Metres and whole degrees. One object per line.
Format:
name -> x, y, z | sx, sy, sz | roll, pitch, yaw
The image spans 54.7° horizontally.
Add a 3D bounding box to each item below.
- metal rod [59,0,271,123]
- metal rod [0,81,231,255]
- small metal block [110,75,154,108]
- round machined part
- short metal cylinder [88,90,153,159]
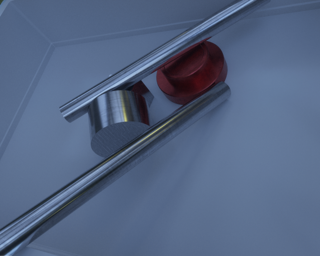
metal rod -> 0.005, -0.095, 0.400 | 0.301, 0.025, 0.025 | -31, 52, 2
metal rod -> -0.029, 0.027, 0.323 | 0.302, 0.025, 0.025 | -35, 46, -29
small metal block -> -0.044, -0.050, 0.442 | 0.050, 0.050, 0.025 | 9, 67, 32
round machined part -> 0.039, -0.084, 0.425 | 0.098, 0.042, 0.098 | -13, 56, 20
short metal cylinder -> -0.050, -0.002, 0.396 | 0.080, 0.080, 0.050 | -24, 53, 13
